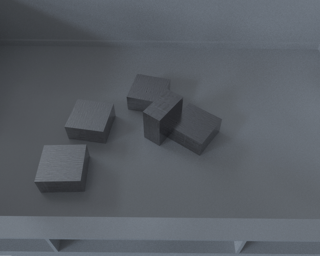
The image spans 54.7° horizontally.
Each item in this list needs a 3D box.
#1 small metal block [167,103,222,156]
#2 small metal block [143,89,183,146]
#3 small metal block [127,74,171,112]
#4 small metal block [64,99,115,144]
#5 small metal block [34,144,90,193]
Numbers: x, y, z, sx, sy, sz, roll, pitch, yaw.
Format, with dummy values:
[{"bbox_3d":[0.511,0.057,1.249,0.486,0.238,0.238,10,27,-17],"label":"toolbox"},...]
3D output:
[{"bbox_3d":[0.045,0.001,0.405,0.050,0.025,0.050,30,56,22],"label":"small metal block"},{"bbox_3d":[0.004,-0.013,0.400,0.025,0.050,0.050,30,56,22],"label":"small metal block"},{"bbox_3d":[-0.015,-0.049,0.446,0.050,0.025,0.050,11,51,9],"label":"small metal block"},{"bbox_3d":[-0.091,-0.009,0.412,0.050,0.025,0.050,7,50,6],"label":"small metal block"},{"bbox_3d":[-0.113,0.047,0.364,0.050,0.025,0.050,-1,50,-1],"label":"small metal block"}]
